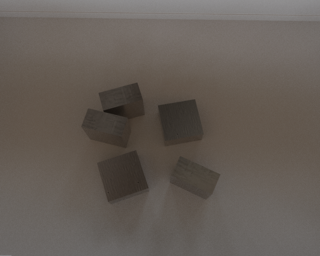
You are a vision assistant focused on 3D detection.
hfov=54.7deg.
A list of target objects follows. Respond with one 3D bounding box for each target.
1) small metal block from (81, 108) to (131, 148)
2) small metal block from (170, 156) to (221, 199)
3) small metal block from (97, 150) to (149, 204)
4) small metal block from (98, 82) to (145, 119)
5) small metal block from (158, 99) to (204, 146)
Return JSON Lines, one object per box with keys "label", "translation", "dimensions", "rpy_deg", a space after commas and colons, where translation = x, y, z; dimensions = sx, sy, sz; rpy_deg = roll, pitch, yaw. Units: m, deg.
{"label": "small metal block", "translation": [-0.066, 0.001, 0.395], "dimensions": [0.050, 0.050, 0.025], "rpy_deg": [14, 71, 5]}
{"label": "small metal block", "translation": [0.041, 0.061, 0.374], "dimensions": [0.050, 0.050, 0.025], "rpy_deg": [24, 72, 8]}
{"label": "small metal block", "translation": [-0.045, 0.061, 0.387], "dimensions": [0.050, 0.025, 0.050], "rpy_deg": [-18, 71, -7]}
{"label": "small metal block", "translation": [-0.049, -0.031, 0.407], "dimensions": [0.050, 0.050, 0.025], "rpy_deg": [-16, 71, -6]}
{"label": "small metal block", "translation": [0.027, -0.007, 0.412], "dimensions": [0.050, 0.025, 0.050], "rpy_deg": [-10, 70, -4]}
